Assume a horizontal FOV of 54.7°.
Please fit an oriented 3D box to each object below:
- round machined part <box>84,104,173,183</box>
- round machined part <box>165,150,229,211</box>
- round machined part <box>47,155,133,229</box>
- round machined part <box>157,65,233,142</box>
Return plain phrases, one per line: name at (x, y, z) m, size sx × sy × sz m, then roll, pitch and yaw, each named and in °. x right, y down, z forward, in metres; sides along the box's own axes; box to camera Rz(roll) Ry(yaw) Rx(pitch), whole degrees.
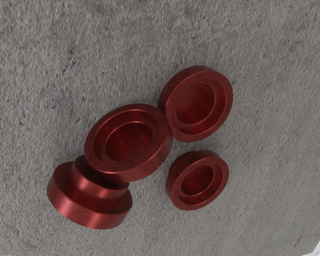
round machined part at (-0.032, 0.021, 0.356) m, size 0.098 × 0.098 × 0.042 m, roll -32°, pitch 136°, yaw -8°
round machined part at (0.052, 0.074, 0.470) m, size 0.099 × 0.042 × 0.097 m, roll -14°, pitch 124°, yaw -21°
round machined part at (-0.075, 0.067, 0.360) m, size 0.099 × 0.098 × 0.042 m, roll 18°, pitch 109°, yaw -35°
round machined part at (0.041, -0.034, 0.397) m, size 0.099 × 0.042 × 0.097 m, roll -14°, pitch 124°, yaw -21°
